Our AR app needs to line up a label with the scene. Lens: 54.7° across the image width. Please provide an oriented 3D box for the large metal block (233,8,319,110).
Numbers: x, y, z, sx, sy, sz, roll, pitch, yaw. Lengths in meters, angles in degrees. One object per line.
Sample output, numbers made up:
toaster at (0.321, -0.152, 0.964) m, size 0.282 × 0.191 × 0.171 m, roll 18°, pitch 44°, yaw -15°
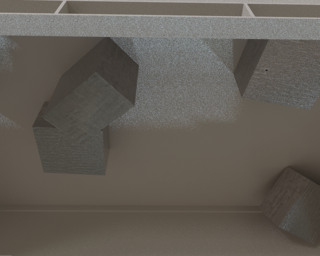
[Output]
large metal block at (0.136, -0.072, 0.332) m, size 0.081 × 0.050 × 0.079 m, roll 9°, pitch 130°, yaw -8°

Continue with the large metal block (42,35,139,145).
large metal block at (-0.072, -0.042, 0.336) m, size 0.080 × 0.080 × 0.050 m, roll -33°, pitch 123°, yaw 25°

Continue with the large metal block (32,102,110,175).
large metal block at (-0.110, 0.015, 0.404) m, size 0.081 × 0.050 × 0.079 m, roll 3°, pitch 130°, yaw -3°

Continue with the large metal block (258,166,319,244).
large metal block at (0.214, 0.118, 0.473) m, size 0.080 × 0.050 × 0.080 m, roll 30°, pitch 95°, yaw -23°
